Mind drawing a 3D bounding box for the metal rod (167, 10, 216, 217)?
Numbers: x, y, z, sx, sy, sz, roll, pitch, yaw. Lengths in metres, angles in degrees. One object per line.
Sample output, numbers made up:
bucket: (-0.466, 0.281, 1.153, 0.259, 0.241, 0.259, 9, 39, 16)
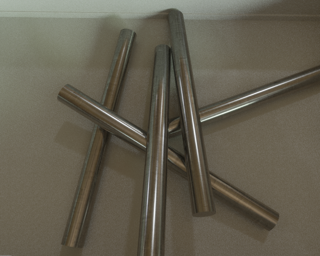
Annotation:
metal rod: (0.035, -0.039, 0.399, 0.025, 0.025, 0.299, -4, 61, -2)

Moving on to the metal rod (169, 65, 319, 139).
metal rod: (0.131, -0.042, 0.425, 0.302, 0.025, 0.025, -20, 71, -7)

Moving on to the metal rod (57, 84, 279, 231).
metal rod: (0.007, 0.033, 0.380, 0.301, 0.025, 0.025, 31, 73, 4)

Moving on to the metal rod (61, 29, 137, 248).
metal rod: (-0.074, -0.001, 0.409, 0.025, 0.025, 0.299, 10, 70, 3)

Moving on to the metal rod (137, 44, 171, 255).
metal rod: (-0.002, 0.007, 0.362, 0.025, 0.025, 0.300, 3, 53, 1)
